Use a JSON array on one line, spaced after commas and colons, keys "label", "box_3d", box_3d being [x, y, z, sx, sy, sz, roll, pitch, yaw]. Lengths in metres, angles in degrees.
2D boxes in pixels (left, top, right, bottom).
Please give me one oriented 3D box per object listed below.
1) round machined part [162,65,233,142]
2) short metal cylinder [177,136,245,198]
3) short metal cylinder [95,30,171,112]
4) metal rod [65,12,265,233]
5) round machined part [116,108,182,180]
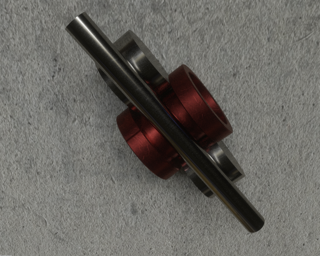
[{"label": "round machined part", "box_3d": [0.040, -0.023, 0.364, 0.042, 0.098, 0.098, -36, 107, 17]}, {"label": "short metal cylinder", "box_3d": [0.064, 0.043, 0.398, 0.050, 0.080, 0.080, -37, 106, 12]}, {"label": "short metal cylinder", "box_3d": [-0.028, -0.065, 0.357, 0.050, 0.080, 0.080, -37, 106, 12]}, {"label": "metal rod", "box_3d": [0.018, 0.007, 0.329, 0.025, 0.025, 0.300, -38, 106, 12]}, {"label": "round machined part", "box_3d": [-0.004, 0.011, 0.375, 0.042, 0.098, 0.098, -39, 106, 9]}]
